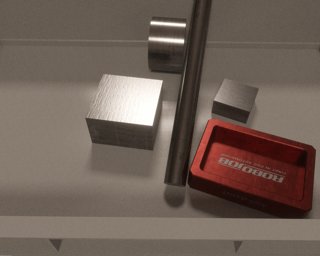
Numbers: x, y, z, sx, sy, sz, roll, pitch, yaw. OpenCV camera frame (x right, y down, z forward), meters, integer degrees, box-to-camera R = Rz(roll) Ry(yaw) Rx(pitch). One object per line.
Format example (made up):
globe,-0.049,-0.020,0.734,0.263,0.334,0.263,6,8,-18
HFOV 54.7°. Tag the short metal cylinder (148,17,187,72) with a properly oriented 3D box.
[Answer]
short metal cylinder,0.012,-0.128,0.477,0.050,0.080,0.080,5,50,4

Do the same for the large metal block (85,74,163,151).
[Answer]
large metal block,-0.042,-0.022,0.407,0.080,0.050,0.080,7,50,5

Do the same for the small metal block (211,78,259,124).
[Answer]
small metal block,0.107,-0.039,0.439,0.050,0.025,0.050,20,53,15

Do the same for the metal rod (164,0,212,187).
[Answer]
metal rod,0.042,-0.076,0.397,0.025,0.025,0.299,8,73,6

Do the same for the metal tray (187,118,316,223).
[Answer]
metal tray,0.108,0.045,0.364,0.130,0.030,0.090,16,52,13
